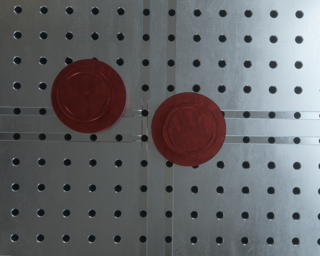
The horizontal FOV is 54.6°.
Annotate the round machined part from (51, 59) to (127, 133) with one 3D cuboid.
[{"bbox_3d":[-0.093,-0.042,0.404,0.099,0.042,0.097,0,90,0],"label":"round machined part"}]

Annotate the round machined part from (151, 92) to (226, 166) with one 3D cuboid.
[{"bbox_3d":[0.037,0.002,0.405,0.099,0.042,0.097,0,90,0],"label":"round machined part"}]
